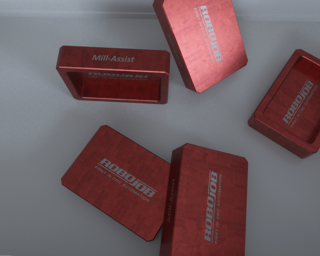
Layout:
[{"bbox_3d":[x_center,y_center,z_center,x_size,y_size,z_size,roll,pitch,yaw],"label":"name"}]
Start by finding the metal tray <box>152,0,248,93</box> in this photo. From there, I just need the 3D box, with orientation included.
[{"bbox_3d":[0.057,-0.123,0.408,0.090,0.129,0.030,-32,29,-11],"label":"metal tray"}]

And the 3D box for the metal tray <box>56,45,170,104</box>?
[{"bbox_3d":[-0.054,-0.065,0.398,0.131,0.090,0.030,3,70,0],"label":"metal tray"}]

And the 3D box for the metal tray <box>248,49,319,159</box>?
[{"bbox_3d":[0.193,-0.035,0.422,0.090,0.030,0.130,34,73,11],"label":"metal tray"}]

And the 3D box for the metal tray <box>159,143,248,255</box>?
[{"bbox_3d":[0.054,0.091,0.357,0.091,0.030,0.130,15,69,-19],"label":"metal tray"}]

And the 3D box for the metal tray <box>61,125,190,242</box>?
[{"bbox_3d":[-0.041,0.066,0.382,0.130,0.030,0.090,31,73,10],"label":"metal tray"}]
